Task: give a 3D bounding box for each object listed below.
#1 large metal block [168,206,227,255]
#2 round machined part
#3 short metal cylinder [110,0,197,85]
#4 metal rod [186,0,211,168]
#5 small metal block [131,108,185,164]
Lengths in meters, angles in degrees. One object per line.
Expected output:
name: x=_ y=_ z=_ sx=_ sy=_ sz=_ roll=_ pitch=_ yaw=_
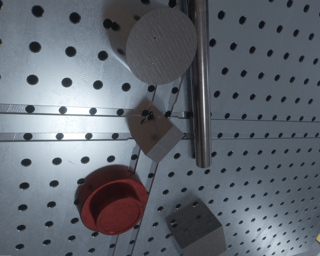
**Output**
large metal block: x=0.069 y=0.201 z=0.560 sx=0.080 sy=0.050 sz=0.080 roll=-26 pitch=128 yaw=-13
round machined part: x=-0.062 y=0.112 z=0.437 sx=0.099 sy=0.042 sz=0.097 roll=-14 pitch=124 yaw=-21
short metal cylinder: x=-0.007 y=-0.093 z=0.335 sx=0.081 sy=0.050 sz=0.079 roll=-14 pitch=125 yaw=-21
metal rod: x=0.052 y=-0.067 z=0.399 sx=0.025 sy=0.025 sz=0.298 roll=-20 pitch=126 yaw=-17
small metal block: x=-0.004 y=0.009 z=0.400 sx=0.050 sy=0.050 sz=0.025 roll=-47 pitch=130 yaw=5
